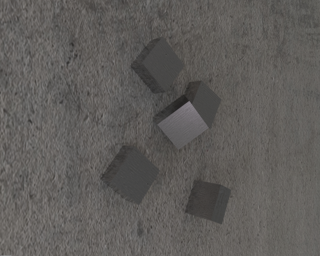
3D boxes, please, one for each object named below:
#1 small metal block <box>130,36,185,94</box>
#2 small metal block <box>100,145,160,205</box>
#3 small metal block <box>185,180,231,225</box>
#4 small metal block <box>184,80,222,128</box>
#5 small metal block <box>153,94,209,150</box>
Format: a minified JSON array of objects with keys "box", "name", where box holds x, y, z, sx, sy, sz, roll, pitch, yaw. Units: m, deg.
[{"box":[-0.002,-0.081,0.402,0.050,0.025,0.050,48,61,-29],"name":"small metal block"},{"box":[-0.035,0.057,0.375,0.050,0.025,0.050,48,62,-30],"name":"small metal block"},{"box":[0.069,0.106,0.446,0.025,0.050,0.050,31,71,-36],"name":"small metal block"},{"box":[0.058,-0.033,0.453,0.050,0.025,0.050,36,68,-34],"name":"small metal block"},{"box":[0.028,-0.008,0.412,0.050,0.025,0.050,-37,118,5],"name":"small metal block"}]
